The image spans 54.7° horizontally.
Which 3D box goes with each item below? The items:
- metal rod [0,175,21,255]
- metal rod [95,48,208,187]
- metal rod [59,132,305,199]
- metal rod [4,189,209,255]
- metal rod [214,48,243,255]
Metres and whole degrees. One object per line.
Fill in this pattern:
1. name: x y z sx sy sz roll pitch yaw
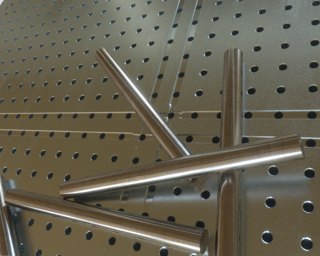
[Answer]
1. metal rod: -0.191 0.176 0.397 0.025 0.025 0.300 -38 51 2
2. metal rod: -0.028 -0.034 0.442 0.025 0.025 0.300 -39 51 1
3. metal rod: 0.000 0.050 0.349 0.300 0.025 0.025 -15 55 29
4. metal rod: -0.087 0.108 0.385 0.300 0.025 0.025 3 63 29
5. metal rod: 0.079 0.033 0.346 0.025 0.025 0.299 -6 59 25
